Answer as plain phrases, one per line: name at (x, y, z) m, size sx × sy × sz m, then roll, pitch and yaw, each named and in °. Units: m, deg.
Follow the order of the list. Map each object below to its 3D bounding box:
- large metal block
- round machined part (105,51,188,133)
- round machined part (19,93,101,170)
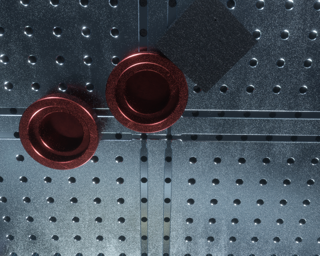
large metal block at (0.051, -0.101, 0.363) m, size 0.080 × 0.050 × 0.080 m, roll 41°, pitch 105°, yaw -14°
round machined part at (-0.016, -0.047, 0.387) m, size 0.099 × 0.042 × 0.097 m, roll 0°, pitch 110°, yaw 0°
round machined part at (-0.126, 0.002, 0.404) m, size 0.099 × 0.042 × 0.097 m, roll 0°, pitch 110°, yaw 0°
